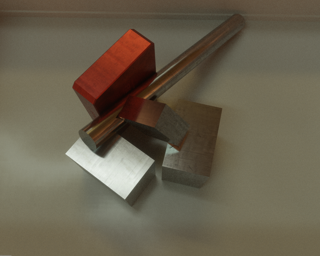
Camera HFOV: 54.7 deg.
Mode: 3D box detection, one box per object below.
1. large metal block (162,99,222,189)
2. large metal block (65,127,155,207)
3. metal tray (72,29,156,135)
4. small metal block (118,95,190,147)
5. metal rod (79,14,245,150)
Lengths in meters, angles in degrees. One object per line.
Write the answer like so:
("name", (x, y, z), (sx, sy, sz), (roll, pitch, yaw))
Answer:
("large metal block", (0.036, 0.022, 0.372), (0.050, 0.080, 0.080), (13, 71, 4))
("large metal block", (-0.053, 0.044, 0.364), (0.080, 0.080, 0.050), (35, 74, 11))
("metal tray", (-0.045, -0.044, 0.367), (0.030, 0.130, 0.090), (38, 75, 13))
("small metal block", (-0.005, -0.007, 0.319), (0.050, 0.050, 0.025), (17, 77, 39))
("metal rod", (0.022, -0.074, 0.388), (0.025, 0.025, 0.302), (40, 57, 13))
